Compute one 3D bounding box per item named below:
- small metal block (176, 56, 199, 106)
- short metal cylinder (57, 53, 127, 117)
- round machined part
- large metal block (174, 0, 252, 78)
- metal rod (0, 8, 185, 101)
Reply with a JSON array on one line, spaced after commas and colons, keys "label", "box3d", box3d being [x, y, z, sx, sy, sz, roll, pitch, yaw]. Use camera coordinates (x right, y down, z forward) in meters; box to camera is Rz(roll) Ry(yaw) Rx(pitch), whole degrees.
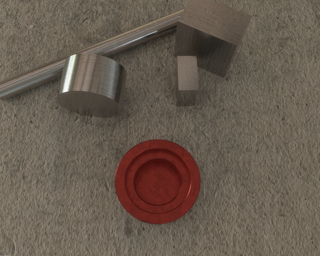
[{"label": "small metal block", "box3d": [0.035, -0.062, 0.418, 0.025, 0.050, 0.050, -1, 70, -1]}, {"label": "short metal cylinder", "box3d": [-0.086, -0.052, 0.397, 0.080, 0.080, 0.050, 5, 70, 1]}, {"label": "round machined part", "box3d": [-0.002, 0.066, 0.375, 0.099, 0.042, 0.098, 0, 70, -1]}, {"label": "large metal block", "box3d": [0.069, -0.124, 0.425, 0.080, 0.080, 0.050, 26, 72, 8]}, {"label": "metal rod", "box3d": [-0.085, -0.111, 0.447, 0.302, 0.025, 0.025, -25, 72, -9]}]
